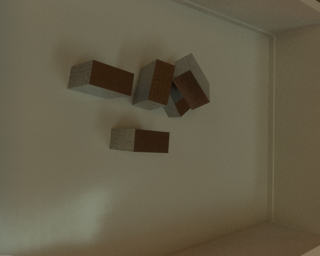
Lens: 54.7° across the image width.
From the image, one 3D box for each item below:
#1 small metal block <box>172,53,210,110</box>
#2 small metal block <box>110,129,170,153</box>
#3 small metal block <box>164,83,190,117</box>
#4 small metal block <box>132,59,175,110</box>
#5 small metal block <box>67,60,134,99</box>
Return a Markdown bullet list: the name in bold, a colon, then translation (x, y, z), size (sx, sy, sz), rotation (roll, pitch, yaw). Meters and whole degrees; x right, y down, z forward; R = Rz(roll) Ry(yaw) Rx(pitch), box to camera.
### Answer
- **small metal block**: translation (0.041, -0.060, 0.395), size (0.050, 0.025, 0.050), rotation (54, 26, -27)
- **small metal block**: translation (-0.025, 0.015, 0.371), size (0.050, 0.050, 0.025), rotation (6, 86, -40)
- **small metal block**: translation (0.025, -0.049, 0.430), size (0.050, 0.025, 0.050), rotation (-42, 116, -32)
- **small metal block**: translation (-0.009, -0.052, 0.382), size (0.025, 0.050, 0.050), rotation (16, 80, -24)
- **small metal block**: translation (-0.065, -0.051, 0.338), size (0.050, 0.050, 0.025), rotation (12, 82, -40)
